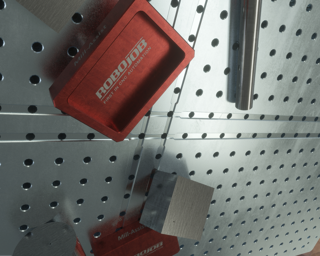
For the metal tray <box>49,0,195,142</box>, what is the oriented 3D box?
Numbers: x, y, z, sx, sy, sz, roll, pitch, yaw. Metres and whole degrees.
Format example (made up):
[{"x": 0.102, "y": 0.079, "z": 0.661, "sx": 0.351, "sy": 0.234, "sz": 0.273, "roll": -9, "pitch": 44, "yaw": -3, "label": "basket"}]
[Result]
[{"x": -0.037, "y": -0.057, "z": 0.319, "sx": 0.130, "sy": 0.030, "sz": 0.090, "roll": -49, "pitch": 129, "yaw": 6, "label": "metal tray"}]

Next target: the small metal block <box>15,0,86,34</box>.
[{"x": -0.099, "y": -0.124, "z": 0.280, "sx": 0.050, "sy": 0.025, "sz": 0.050, "roll": -49, "pitch": 129, "yaw": 6, "label": "small metal block"}]

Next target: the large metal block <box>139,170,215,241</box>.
[{"x": 0.027, "y": 0.114, "z": 0.460, "sx": 0.080, "sy": 0.050, "sz": 0.080, "roll": 25, "pitch": 77, "yaw": -37, "label": "large metal block"}]

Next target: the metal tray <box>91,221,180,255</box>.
[{"x": -0.036, "y": 0.198, "z": 0.511, "sx": 0.131, "sy": 0.030, "sz": 0.089, "roll": -23, "pitch": 127, "yaw": -15, "label": "metal tray"}]

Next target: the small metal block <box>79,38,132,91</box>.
[{"x": -0.061, "y": -0.067, "z": 0.336, "sx": 0.050, "sy": 0.025, "sz": 0.050, "roll": -2, "pitch": 120, "yaw": -27, "label": "small metal block"}]

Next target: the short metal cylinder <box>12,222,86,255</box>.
[{"x": -0.142, "y": 0.171, "z": 0.404, "sx": 0.081, "sy": 0.080, "sz": 0.050, "roll": -21, "pitch": 127, "yaw": -16, "label": "short metal cylinder"}]

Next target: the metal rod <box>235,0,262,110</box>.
[{"x": 0.111, "y": -0.155, "z": 0.375, "sx": 0.025, "sy": 0.025, "sz": 0.298, "roll": -19, "pitch": 126, "yaw": -18, "label": "metal rod"}]
